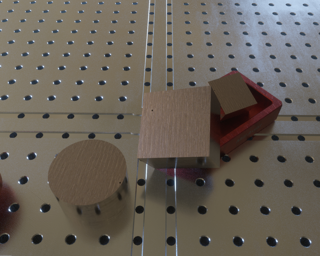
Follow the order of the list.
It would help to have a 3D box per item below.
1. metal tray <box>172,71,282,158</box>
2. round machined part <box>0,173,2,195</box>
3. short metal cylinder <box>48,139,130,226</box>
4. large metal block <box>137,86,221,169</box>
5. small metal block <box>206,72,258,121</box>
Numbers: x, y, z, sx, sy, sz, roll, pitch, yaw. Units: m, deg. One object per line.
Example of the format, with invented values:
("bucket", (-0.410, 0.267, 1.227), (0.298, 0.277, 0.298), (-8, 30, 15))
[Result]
("metal tray", (0.087, -0.021, 0.421), (0.131, 0.030, 0.090), (-30, 56, -23))
("round machined part", (-0.221, 0.074, 0.333), (0.099, 0.042, 0.098), (0, 50, 0))
("short metal cylinder", (-0.075, 0.059, 0.341), (0.081, 0.050, 0.080), (0, 50, 0))
("large metal block", (0.025, 0.002, 0.359), (0.080, 0.050, 0.080), (-4, 68, 22))
("small metal block", (0.092, -0.041, 0.415), (0.050, 0.025, 0.050), (-19, 72, -19))
